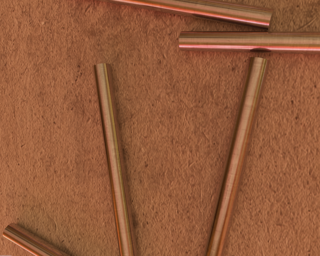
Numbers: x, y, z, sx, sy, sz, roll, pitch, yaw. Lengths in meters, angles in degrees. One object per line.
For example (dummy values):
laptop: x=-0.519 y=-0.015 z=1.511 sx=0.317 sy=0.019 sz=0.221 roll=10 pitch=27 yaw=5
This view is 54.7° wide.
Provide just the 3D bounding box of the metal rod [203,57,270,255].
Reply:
metal rod: x=0.086 y=0.064 z=0.378 sx=0.025 sy=0.025 sz=0.298 roll=14 pitch=95 yaw=19

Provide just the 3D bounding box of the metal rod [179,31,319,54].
metal rod: x=0.169 y=-0.096 z=0.348 sx=0.301 sy=0.025 sz=0.025 roll=6 pitch=92 yaw=19

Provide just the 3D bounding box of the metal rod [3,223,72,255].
metal rod: x=-0.106 y=0.213 z=0.446 sx=0.301 sy=0.025 sz=0.025 roll=20 pitch=97 yaw=18

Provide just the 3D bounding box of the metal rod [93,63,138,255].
metal rod: x=-0.060 y=0.059 z=0.430 sx=0.025 sy=0.025 sz=0.298 roll=-10 pitch=87 yaw=20

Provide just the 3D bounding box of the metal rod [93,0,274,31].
metal rod: x=-0.006 y=-0.169 z=0.410 sx=0.301 sy=0.025 sz=0.025 roll=17 pitch=96 yaw=19
